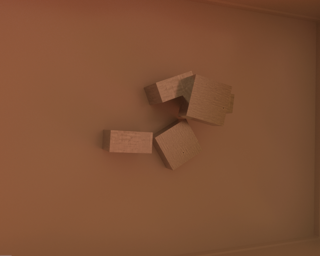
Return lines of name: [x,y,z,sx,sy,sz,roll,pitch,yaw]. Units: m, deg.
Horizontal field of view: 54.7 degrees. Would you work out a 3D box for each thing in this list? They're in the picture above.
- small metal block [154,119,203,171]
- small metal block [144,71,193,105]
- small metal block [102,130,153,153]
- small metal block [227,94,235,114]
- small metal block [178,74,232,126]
small metal block: [0.022,0.021,0.418,0.050,0.025,0.050,-32,101,-17]
small metal block: [0.013,-0.051,0.402,0.050,0.050,0.025,-21,97,-19]
small metal block: [-0.041,0.016,0.382,0.050,0.050,0.025,4,89,-20]
small metal block: [0.064,-0.035,0.421,0.050,0.050,0.025,8,88,-20]
small metal block: [0.055,-0.032,0.377,0.050,0.025,0.050,15,85,-20]
